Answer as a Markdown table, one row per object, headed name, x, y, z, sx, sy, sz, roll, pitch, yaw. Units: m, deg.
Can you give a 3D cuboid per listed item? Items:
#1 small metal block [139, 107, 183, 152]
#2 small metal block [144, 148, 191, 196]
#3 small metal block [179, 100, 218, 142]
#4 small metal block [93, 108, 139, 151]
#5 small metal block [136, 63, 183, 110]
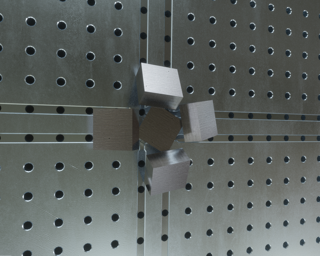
| name | x | y | z | sx | sy | sz | roll | pitch | yaw |
| --- | --- | --- | --- | --- | --- | --- | --- | --- | --- |
| small metal block | -0.004 | 0.001 | 0.412 | 0.050 | 0.025 | 0.050 | 33 | 79 | -18 |
| small metal block | 0.009 | 0.057 | 0.404 | 0.050 | 0.025 | 0.050 | -10 | 129 | -20 |
| small metal block | 0.053 | -0.010 | 0.421 | 0.050 | 0.025 | 0.050 | -14 | 96 | -55 |
| small metal block | -0.054 | 0.002 | 0.381 | 0.050 | 0.025 | 0.050 | 0 | 90 | 14 |
| small metal block | -0.002 | -0.054 | 0.400 | 0.050 | 0.025 | 0.050 | 7 | 52 | -20 |
